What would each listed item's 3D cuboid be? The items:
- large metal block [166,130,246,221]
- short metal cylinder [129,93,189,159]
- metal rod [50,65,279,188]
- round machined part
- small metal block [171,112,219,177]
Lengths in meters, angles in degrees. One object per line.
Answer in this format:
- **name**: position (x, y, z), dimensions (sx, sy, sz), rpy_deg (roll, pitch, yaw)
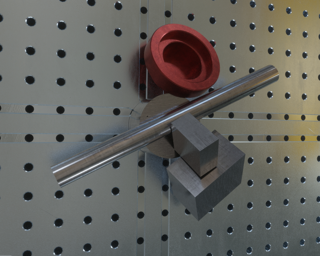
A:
- **large metal block**: position (0.060, 0.062, 0.398), dimensions (0.080, 0.050, 0.080), rpy_deg (-37, 147, -16)
- **short metal cylinder**: position (0.005, -0.003, 0.401), dimensions (0.081, 0.050, 0.079), rpy_deg (0, 90, -21)
- **metal rod**: position (0.021, -0.011, 0.368), dimensions (0.302, 0.025, 0.025), rpy_deg (-26, 99, -19)
- **round machined part**: position (0.025, -0.082, 0.401), dimensions (0.099, 0.042, 0.098), rpy_deg (11, 63, -22)
- **small metal block**: position (0.039, 0.019, 0.350), dimensions (0.025, 0.050, 0.050), rpy_deg (-31, 143, -18)
